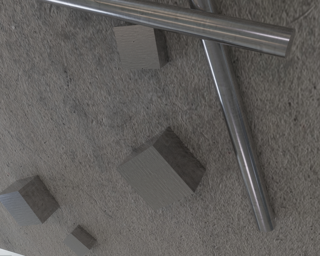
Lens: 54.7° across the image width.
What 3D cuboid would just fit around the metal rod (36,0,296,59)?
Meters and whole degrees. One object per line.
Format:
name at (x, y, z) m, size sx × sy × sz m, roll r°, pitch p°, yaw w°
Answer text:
metal rod at (-0.019, -0.119, 0.319) m, size 0.300 × 0.025 × 0.025 m, roll 21°, pitch 127°, yaw 24°

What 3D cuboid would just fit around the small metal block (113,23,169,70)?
small metal block at (-0.021, -0.096, 0.359) m, size 0.050 × 0.025 × 0.050 m, roll 4°, pitch 120°, yaw 26°

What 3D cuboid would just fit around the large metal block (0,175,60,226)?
large metal block at (-0.263, 0.147, 0.620) m, size 0.080 × 0.050 × 0.080 m, roll -17°, pitch 110°, yaw 34°

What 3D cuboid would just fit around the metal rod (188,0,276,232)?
metal rod at (0.090, 0.000, 0.358) m, size 0.025 × 0.025 × 0.299 m, roll -8°, pitch 115°, yaw 31°

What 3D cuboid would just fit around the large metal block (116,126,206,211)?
large metal block at (0.002, 0.057, 0.425) m, size 0.080 × 0.050 × 0.080 m, roll 49°, pitch 129°, yaw -7°

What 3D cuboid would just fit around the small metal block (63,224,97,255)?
small metal block at (-0.166, 0.234, 0.639) m, size 0.050 × 0.025 × 0.050 m, roll 42°, pitch 129°, yaw -1°
